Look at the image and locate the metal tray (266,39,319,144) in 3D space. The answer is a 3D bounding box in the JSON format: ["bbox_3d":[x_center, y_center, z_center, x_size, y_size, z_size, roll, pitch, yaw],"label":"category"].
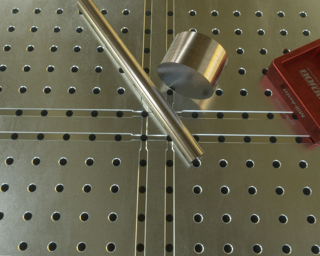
[{"bbox_3d":[0.223,-0.053,0.429,0.091,0.030,0.130,-25,72,-9],"label":"metal tray"}]

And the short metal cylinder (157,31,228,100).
[{"bbox_3d":[0.043,-0.081,0.412,0.080,0.080,0.050,24,72,8],"label":"short metal cylinder"}]

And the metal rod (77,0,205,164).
[{"bbox_3d":[-0.035,-0.078,0.439,0.025,0.025,0.299,-32,73,-11],"label":"metal rod"}]
